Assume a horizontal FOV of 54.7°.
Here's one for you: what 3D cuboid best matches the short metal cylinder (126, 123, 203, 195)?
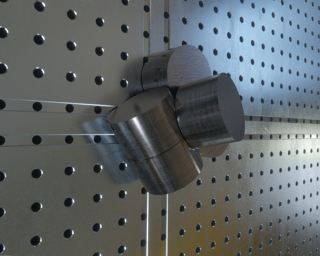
[{"bbox_3d":[0.006,0.036,0.380,0.080,0.080,0.050,-41,116,-32],"label":"short metal cylinder"}]

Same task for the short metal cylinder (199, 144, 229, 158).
[{"bbox_3d":[0.057,0.001,0.442,0.081,0.050,0.079,0,90,-40],"label":"short metal cylinder"}]

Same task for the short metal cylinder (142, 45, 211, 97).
[{"bbox_3d":[0.023,-0.066,0.413,0.081,0.050,0.079,0,90,-40],"label":"short metal cylinder"}]

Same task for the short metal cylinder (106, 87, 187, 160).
[{"bbox_3d":[-0.015,-0.006,0.363,0.080,0.080,0.050,-41,116,-32],"label":"short metal cylinder"}]

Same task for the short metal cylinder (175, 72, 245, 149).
[{"bbox_3d":[0.060,-0.019,0.362,0.080,0.050,0.080,28,55,-51],"label":"short metal cylinder"}]
